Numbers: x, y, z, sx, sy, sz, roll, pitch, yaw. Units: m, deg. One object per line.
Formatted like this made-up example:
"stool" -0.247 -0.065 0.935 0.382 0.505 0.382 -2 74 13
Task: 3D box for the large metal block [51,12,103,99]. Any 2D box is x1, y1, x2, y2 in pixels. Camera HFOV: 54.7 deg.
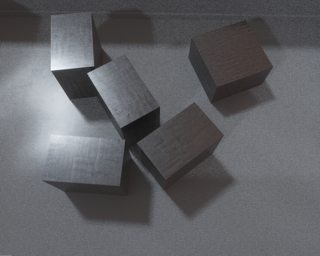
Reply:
"large metal block" -0.107 -0.094 0.413 0.050 0.080 0.080 -6 70 -3

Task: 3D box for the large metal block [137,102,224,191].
"large metal block" 0.022 0.025 0.371 0.080 0.080 0.050 -36 74 -12

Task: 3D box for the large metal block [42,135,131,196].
"large metal block" -0.079 0.047 0.362 0.081 0.080 0.050 4 70 1

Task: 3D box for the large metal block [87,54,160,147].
"large metal block" -0.043 -0.031 0.391 0.050 0.080 0.080 -30 73 -10

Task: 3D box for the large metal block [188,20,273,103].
"large metal block" 0.095 -0.092 0.431 0.080 0.050 0.080 -20 72 -8
